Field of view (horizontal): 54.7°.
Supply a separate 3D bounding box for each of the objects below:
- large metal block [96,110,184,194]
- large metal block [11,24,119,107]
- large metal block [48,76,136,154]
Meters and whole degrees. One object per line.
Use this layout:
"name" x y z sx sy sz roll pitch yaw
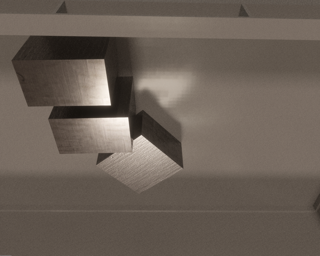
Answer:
"large metal block" -0.026 0.035 0.422 0.080 0.050 0.080 -34 123 25
"large metal block" -0.089 -0.066 0.315 0.081 0.080 0.050 -1 130 0
"large metal block" -0.072 -0.017 0.358 0.081 0.080 0.050 -1 130 0
